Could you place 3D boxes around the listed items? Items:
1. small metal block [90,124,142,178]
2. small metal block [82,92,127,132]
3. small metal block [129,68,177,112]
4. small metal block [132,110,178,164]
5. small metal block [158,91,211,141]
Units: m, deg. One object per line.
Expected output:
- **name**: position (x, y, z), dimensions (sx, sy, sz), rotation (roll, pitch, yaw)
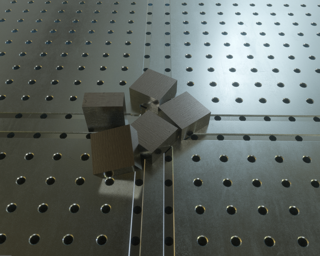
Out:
- **small metal block**: position (-0.052, 0.028, 0.365), dimensions (0.050, 0.025, 0.050), rotation (-14, 67, 11)
- **small metal block**: position (-0.071, -0.020, 0.407), dimensions (0.050, 0.050, 0.025), rotation (-1, 50, -1)
- **small metal block**: position (-0.009, -0.056, 0.454), dimensions (0.050, 0.025, 0.050), rotation (25, 54, 19)
- **small metal block**: position (-0.012, 0.011, 0.399), dimensions (0.050, 0.025, 0.050), rotation (33, 57, 24)
- **small metal block**: position (0.033, -0.017, 0.422), dimensions (0.050, 0.025, 0.050), rotation (-30, 57, -23)
